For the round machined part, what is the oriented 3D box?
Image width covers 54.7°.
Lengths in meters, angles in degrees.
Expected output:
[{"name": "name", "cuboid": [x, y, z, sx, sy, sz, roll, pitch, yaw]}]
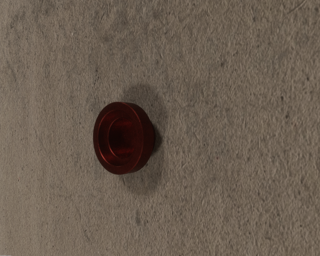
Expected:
[{"name": "round machined part", "cuboid": [-0.045, 0.013, 0.429, 0.098, 0.042, 0.097, 0, 90, 39]}]
